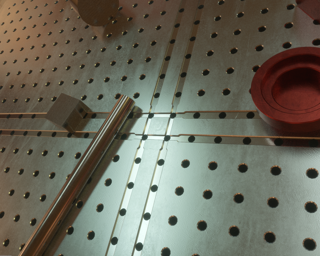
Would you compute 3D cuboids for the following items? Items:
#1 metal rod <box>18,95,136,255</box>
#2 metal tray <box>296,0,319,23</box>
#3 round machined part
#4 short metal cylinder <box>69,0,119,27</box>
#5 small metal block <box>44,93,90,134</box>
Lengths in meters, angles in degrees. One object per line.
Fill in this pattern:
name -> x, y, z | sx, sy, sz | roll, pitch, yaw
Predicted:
metal rod -> -0.119, 0.083, 0.419 | 0.025, 0.025, 0.300 | 19, 72, 35
metal tray -> 0.203, -0.153, 0.353 | 0.030, 0.090, 0.130 | -31, 52, 9
round machined part -> 0.154, -0.038, 0.340 | 0.098, 0.042, 0.098 | -13, 56, 21
short metal cylinder -> -0.125, -0.241, 0.587 | 0.080, 0.080, 0.050 | -40, 51, 1
small metal block -> -0.152, -0.025, 0.503 | 0.050, 0.025, 0.050 | 21, 73, 36
